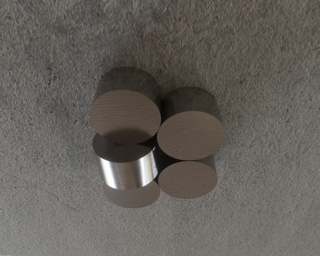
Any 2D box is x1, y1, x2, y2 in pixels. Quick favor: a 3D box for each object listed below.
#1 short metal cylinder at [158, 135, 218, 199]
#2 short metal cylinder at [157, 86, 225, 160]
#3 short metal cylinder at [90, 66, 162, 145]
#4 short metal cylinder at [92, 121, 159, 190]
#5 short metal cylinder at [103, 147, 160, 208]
[{"bbox_3d":[0.038,0.056,0.439,0.080,0.050,0.079,0,131,1],"label":"short metal cylinder"},{"bbox_3d":[0.037,-0.005,0.387,0.081,0.050,0.079,0,131,0],"label":"short metal cylinder"},{"bbox_3d":[-0.039,-0.026,0.369,0.080,0.050,0.079,0,131,1],"label":"short metal cylinder"},{"bbox_3d":[-0.042,0.033,0.400,0.080,0.080,0.050,-2,130,2],"label":"short metal cylinder"},{"bbox_3d":[-0.039,0.073,0.454,0.080,0.050,0.079,0,131,1],"label":"short metal cylinder"}]
